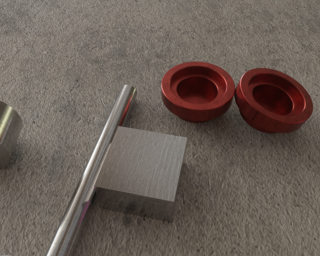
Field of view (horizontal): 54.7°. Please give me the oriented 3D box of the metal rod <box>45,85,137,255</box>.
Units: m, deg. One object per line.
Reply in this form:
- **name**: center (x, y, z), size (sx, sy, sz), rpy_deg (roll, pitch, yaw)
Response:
- **metal rod**: center (-0.078, 0.059, 0.352), size (0.025, 0.025, 0.300), rpy_deg (10, 51, 8)

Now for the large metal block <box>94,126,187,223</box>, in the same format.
- **large metal block**: center (-0.017, 0.050, 0.345), size (0.080, 0.050, 0.080), rpy_deg (10, 51, 8)

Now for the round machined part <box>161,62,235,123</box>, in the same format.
- **round machined part**: center (0.051, -0.045, 0.430), size (0.099, 0.042, 0.098), rpy_deg (0, 50, 0)

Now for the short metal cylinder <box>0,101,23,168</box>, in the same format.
- **short metal cylinder**: center (-0.210, 0.007, 0.360), size (0.081, 0.080, 0.050), rpy_deg (0, 50, 0)

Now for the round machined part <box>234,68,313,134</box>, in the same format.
- **round machined part**: center (0.145, -0.031, 0.412), size (0.099, 0.042, 0.098), rpy_deg (7, 51, -9)
